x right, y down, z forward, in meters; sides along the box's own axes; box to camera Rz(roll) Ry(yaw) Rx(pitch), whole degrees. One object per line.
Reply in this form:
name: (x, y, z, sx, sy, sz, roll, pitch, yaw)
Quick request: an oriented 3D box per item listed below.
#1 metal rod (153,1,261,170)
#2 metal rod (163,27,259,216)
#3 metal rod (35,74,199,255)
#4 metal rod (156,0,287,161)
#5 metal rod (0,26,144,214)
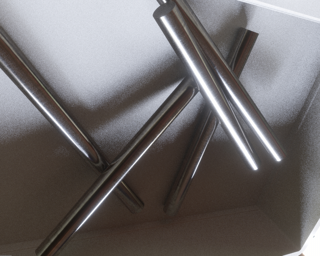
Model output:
metal rod: (0.077, -0.029, 0.400, 0.025, 0.025, 0.300, -41, 131, -1)
metal rod: (0.066, 0.005, 0.449, 0.025, 0.025, 0.298, 7, 115, -32)
metal rod: (-0.041, 0.040, 0.383, 0.300, 0.025, 0.025, -49, 130, -5)
metal rod: (0.092, -0.052, 0.397, 0.025, 0.025, 0.300, -43, 121, 1)
metal rod: (-0.093, 0.017, 0.369, 0.025, 0.025, 0.299, -35, 129, -6)
